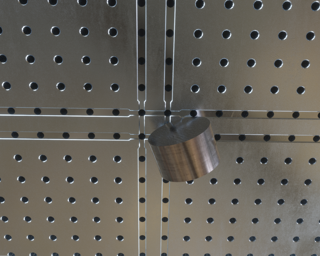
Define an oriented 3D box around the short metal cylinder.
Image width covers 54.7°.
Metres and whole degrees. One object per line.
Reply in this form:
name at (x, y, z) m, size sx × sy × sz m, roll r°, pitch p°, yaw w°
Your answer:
short metal cylinder at (0.031, 0.025, 0.394) m, size 0.080 × 0.080 × 0.050 m, roll -17°, pitch 109°, yaw 6°
